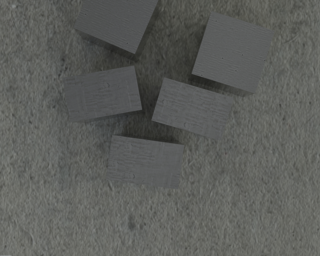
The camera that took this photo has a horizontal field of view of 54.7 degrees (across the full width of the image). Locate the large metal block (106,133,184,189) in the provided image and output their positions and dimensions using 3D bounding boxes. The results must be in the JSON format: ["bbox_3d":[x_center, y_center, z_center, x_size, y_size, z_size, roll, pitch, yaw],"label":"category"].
[{"bbox_3d":[-0.017,0.038,0.382,0.081,0.080,0.050,8,90,-1],"label":"large metal block"}]

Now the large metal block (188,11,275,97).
[{"bbox_3d":[0.088,-0.092,0.399,0.080,0.050,0.080,17,90,-1],"label":"large metal block"}]

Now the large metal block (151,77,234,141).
[{"bbox_3d":[0.036,-0.021,0.383,0.080,0.080,0.050,16,90,-1],"label":"large metal block"}]

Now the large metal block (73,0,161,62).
[{"bbox_3d":[-0.051,-0.141,0.397,0.080,0.050,0.080,23,90,-1],"label":"large metal block"}]

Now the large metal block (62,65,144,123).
[{"bbox_3d":[-0.064,-0.038,0.382,0.080,0.080,0.050,-10,90,0],"label":"large metal block"}]
